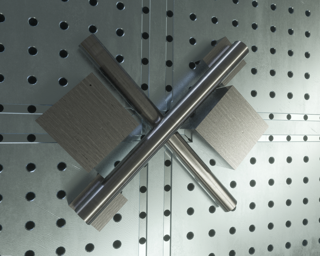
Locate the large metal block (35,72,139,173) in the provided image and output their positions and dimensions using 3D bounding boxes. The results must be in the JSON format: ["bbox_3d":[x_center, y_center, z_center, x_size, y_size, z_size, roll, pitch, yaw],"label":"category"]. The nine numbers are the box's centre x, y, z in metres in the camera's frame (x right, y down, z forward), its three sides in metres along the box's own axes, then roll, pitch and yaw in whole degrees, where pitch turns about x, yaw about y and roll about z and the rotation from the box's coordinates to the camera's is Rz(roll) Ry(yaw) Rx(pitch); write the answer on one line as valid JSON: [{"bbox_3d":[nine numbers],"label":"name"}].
[{"bbox_3d":[-0.086,-0.006,0.368,0.080,0.050,0.080,-45,104,-14],"label":"large metal block"}]

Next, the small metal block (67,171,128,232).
[{"bbox_3d":[-0.077,0.090,0.384,0.050,0.025,0.050,46,76,-14],"label":"small metal block"}]

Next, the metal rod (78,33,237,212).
[{"bbox_3d":[0.005,0.003,0.413,0.025,0.025,0.300,-45,104,-14],"label":"metal rod"}]

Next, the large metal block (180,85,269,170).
[{"bbox_3d":[0.089,-0.001,0.432,0.080,0.050,0.080,45,76,-15],"label":"large metal block"}]

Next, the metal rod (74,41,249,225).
[{"bbox_3d":[0.012,-0.004,0.390,0.301,0.025,0.025,-47,105,-14],"label":"metal rod"}]

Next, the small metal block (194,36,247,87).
[{"bbox_3d":[0.087,-0.093,0.445,0.050,0.025,0.050,-46,104,-14],"label":"small metal block"}]
